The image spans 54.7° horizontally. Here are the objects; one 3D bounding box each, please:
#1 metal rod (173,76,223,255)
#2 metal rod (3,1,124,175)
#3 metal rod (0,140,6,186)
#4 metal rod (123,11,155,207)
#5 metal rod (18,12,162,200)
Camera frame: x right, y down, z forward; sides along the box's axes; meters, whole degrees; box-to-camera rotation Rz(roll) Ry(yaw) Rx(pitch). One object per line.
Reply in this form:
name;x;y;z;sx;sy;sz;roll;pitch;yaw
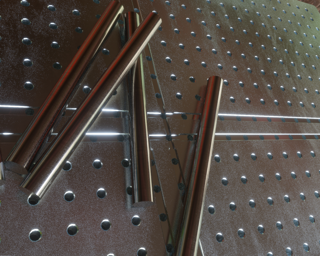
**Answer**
metal rod;0.057;0.040;0.415;0.025;0.025;0.300;26;52;-13
metal rod;-0.106;-0.075;0.397;0.025;0.025;0.300;27;52;-12
metal rod;-0.205;-0.078;0.345;0.025;0.025;0.299;-6;65;-31
metal rod;-0.032;-0.045;0.419;0.025;0.025;0.299;8;58;-24
metal rod;-0.068;-0.049;0.382;0.025;0.025;0.300;33;57;-8
